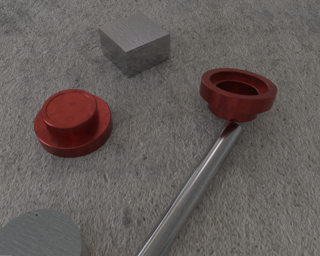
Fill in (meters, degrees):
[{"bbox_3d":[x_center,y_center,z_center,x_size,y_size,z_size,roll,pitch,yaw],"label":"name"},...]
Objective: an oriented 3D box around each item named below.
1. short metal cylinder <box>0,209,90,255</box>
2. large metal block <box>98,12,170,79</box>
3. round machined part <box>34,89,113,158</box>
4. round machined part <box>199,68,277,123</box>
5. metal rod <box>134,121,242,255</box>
[{"bbox_3d":[-0.108,0.122,0.283,0.081,0.050,0.080,0,50,0],"label":"short metal cylinder"},{"bbox_3d":[-0.041,-0.136,0.501,0.081,0.050,0.080,-30,56,-23],"label":"large metal block"},{"bbox_3d":[-0.113,-0.013,0.402,0.099,0.042,0.098,0,50,0],"label":"round machined part"},{"bbox_3d":[0.102,-0.042,0.416,0.099,0.042,0.098,4,32,-3],"label":"round machined part"},{"bbox_3d":[0.013,0.097,0.321,0.025,0.025,0.301,27,55,20],"label":"metal rod"}]
